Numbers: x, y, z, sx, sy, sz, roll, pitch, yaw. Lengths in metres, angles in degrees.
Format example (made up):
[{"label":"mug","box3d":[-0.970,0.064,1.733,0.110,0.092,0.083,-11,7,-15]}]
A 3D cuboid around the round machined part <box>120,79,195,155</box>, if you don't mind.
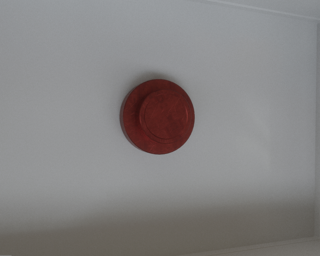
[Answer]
[{"label":"round machined part","box3d":[0.001,-0.014,0.398,0.099,0.042,0.097,0,90,-20]}]
